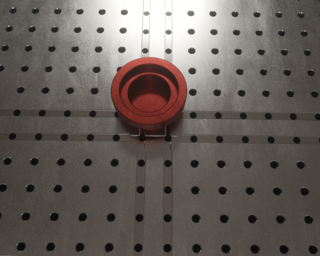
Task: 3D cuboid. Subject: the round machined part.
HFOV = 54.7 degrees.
[{"bbox_3d":[-0.014,-0.043,0.418,0.099,0.042,0.098,0,70,-1],"label":"round machined part"}]
